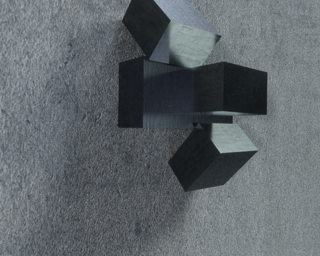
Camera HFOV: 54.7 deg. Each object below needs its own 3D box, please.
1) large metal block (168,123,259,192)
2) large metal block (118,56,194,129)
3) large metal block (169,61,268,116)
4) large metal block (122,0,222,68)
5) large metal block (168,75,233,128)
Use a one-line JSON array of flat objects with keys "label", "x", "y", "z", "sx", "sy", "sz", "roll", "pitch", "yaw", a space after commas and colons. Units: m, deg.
[{"label": "large metal block", "x": 0.072, "y": 0.039, "z": 0.425, "sx": 0.081, "sy": 0.080, "sz": 0.050, "roll": 1, "pitch": 46, "yaw": -41}, {"label": "large metal block", "x": -0.004, "y": -0.040, "z": 0.386, "sx": 0.081, "sy": 0.050, "sz": 0.079, "roll": 1, "pitch": 90, "yaw": -40}, {"label": "large metal block", "x": 0.068, "y": -0.041, "z": 0.365, "sx": 0.081, "sy": 0.080, "sz": 0.050, "roll": 2, "pitch": 89, "yaw": -40}, {"label": "large metal block", "x": 0.013, "y": -0.121, "z": 0.375, "sx": 0.081, "sy": 0.050, "sz": 0.080, "roll": 1, "pitch": 46, "yaw": -40}, {"label": "large metal block", "x": 0.058, "y": -0.039, "z": 0.439, "sx": 0.081, "sy": 0.050, "sz": 0.079, "roll": 1, "pitch": 90, "yaw": -40}]
